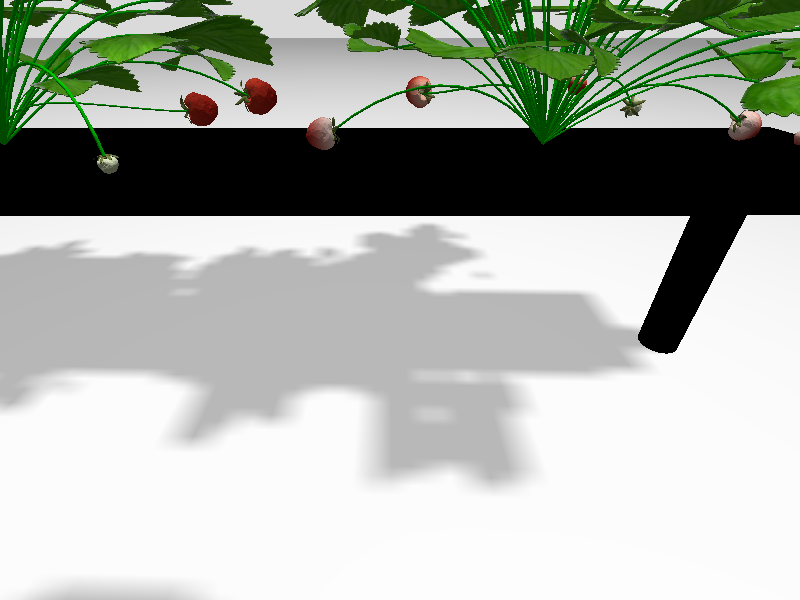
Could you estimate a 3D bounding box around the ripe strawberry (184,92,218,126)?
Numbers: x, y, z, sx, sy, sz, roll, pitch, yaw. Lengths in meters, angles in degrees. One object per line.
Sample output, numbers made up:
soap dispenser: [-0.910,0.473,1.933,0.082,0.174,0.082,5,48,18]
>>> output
ripe strawberry: [-0.189,-0.183,0.384,0.028,0.030,0.026,-15,38,-22]

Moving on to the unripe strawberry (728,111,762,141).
unripe strawberry: [0.295,-0.147,0.340,0.024,0.023,0.022,18,31,-16]

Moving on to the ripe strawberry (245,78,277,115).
ripe strawberry: [-0.149,-0.218,0.431,0.034,0.035,0.031,-13,36,-34]

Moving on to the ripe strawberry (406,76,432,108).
ripe strawberry: [0.021,-0.250,0.481,0.032,0.034,0.035,-17,37,-22]

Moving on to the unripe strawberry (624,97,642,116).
unripe strawberry: [0.251,-0.208,0.430,0.018,0.018,0.016,-19,38,-40]

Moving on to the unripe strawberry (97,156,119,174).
unripe strawberry: [-0.174,-0.080,0.239,0.010,0.010,0.011,21,40,28]

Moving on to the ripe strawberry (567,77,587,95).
ripe strawberry: [0.234,-0.283,0.529,0.024,0.022,0.022,15,37,20]

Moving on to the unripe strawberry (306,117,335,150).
unripe strawberry: [-0.062,-0.129,0.313,0.022,0.023,0.020,-13,35,1]

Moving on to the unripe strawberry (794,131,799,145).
unripe strawberry: [0.311,-0.125,0.311,0.010,0.010,0.011,4,35,6]
